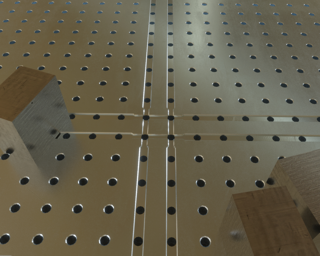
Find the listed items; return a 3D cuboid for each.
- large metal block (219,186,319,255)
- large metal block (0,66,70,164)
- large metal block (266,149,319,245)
[{"bbox_3d":[0.095,0.110,0.280,0.050,0.080,0.080,-8,51,-6],"label":"large metal block"},{"bbox_3d":[-0.164,-0.016,0.385,0.050,0.080,0.080,17,52,14],"label":"large metal block"},{"bbox_3d":[0.176,0.071,0.333,0.081,0.050,0.080,-12,51,-10],"label":"large metal block"}]
